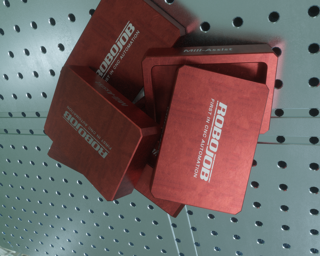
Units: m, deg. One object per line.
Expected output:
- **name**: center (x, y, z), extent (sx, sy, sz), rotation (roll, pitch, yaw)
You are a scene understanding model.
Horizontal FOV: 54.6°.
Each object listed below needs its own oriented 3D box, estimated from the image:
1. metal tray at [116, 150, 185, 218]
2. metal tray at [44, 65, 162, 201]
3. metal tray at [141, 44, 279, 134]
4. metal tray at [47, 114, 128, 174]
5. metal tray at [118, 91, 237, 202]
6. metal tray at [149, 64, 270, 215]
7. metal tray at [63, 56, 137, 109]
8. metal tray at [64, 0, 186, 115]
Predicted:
- **metal tray**: center (-0.010, 0.063, 0.396), extent (0.090, 0.130, 0.030), rotation (36, 87, 3)
- **metal tray**: center (-0.068, 0.002, 0.331), extent (0.130, 0.030, 0.089), rotation (39, 118, 27)
- **metal tray**: center (0.050, -0.039, 0.329), extent (0.131, 0.030, 0.089), rotation (-1, 120, 6)
- **metal tray**: center (-0.105, 0.026, 0.451), extent (0.090, 0.030, 0.129), rotation (31, 142, -12)
- **metal tray**: center (0.025, 0.013, 0.365), extent (0.130, 0.090, 0.030), rotation (38, 130, 3)
- **metal tray**: center (0.047, 0.012, 0.309), extent (0.090, 0.030, 0.129), rotation (13, 90, -4)
- **metal tray**: center (-0.089, -0.037, 0.432), extent (0.090, 0.030, 0.129), rotation (33, 129, 6)
- **metal tray**: center (-0.045, -0.085, 0.355), extent (0.090, 0.030, 0.129), rotation (39, 115, -1)
